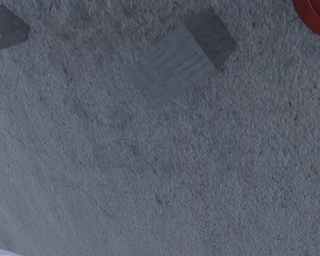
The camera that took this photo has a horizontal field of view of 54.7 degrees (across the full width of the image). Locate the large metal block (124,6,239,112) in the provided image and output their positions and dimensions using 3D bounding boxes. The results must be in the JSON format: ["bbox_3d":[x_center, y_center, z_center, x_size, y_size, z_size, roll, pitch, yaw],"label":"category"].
[{"bbox_3d":[0.024,-0.071,0.315,0.080,0.080,0.050,-31,102,38],"label":"large metal block"}]

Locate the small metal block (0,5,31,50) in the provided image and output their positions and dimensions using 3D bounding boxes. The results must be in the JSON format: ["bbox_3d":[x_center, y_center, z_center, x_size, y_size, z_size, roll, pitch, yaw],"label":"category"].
[{"bbox_3d":[-0.216,-0.137,0.420,0.050,0.050,0.025,39,129,2],"label":"small metal block"}]

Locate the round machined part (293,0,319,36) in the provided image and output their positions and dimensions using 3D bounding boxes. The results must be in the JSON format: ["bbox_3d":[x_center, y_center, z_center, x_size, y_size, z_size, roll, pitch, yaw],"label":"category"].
[{"bbox_3d":[0.156,-0.120,0.240,0.098,0.042,0.097,13,124,21],"label":"round machined part"}]
